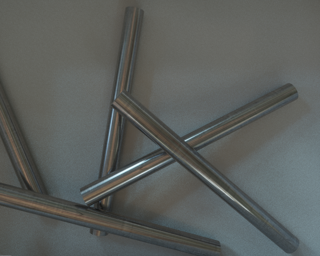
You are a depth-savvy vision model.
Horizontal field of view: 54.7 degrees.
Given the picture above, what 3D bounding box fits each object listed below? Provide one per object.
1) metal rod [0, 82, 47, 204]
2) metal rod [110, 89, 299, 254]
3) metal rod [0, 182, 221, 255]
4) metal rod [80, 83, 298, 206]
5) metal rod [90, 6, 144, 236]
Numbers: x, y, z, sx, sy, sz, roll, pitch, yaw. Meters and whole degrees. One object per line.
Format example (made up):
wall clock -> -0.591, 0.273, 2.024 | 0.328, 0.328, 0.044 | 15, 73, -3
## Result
metal rod -> -0.217, -0.040, 0.409 | 0.025, 0.025, 0.299 | -23, 90, 0
metal rod -> 0.064, 0.061, 0.380 | 0.300, 0.025, 0.025 | 40, 90, -13
metal rod -> -0.066, 0.117, 0.386 | 0.302, 0.025, 0.025 | 18, 90, -10
metal rod -> 0.042, 0.018, 0.397 | 0.301, 0.025, 0.025 | -27, 90, -6
metal rod -> -0.057, -0.009, 0.410 | 0.025, 0.025, 0.298 | 9, 90, 0
